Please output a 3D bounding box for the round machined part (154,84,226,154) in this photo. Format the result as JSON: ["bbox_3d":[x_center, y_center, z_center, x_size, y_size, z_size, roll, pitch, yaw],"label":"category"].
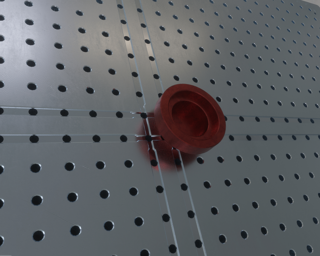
[{"bbox_3d":[0.037,-0.009,0.422,0.099,0.042,0.098,13,56,-21],"label":"round machined part"}]
